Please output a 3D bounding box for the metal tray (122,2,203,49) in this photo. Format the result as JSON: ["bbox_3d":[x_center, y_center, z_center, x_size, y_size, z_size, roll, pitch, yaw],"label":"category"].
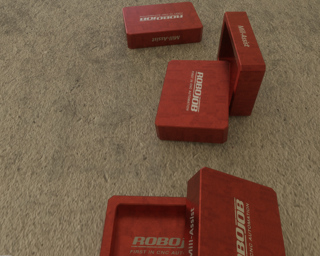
[{"bbox_3d":[0.003,-0.186,0.556,0.131,0.030,0.090,-7,50,-7],"label":"metal tray"}]

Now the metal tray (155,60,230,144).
[{"bbox_3d":[0.049,-0.041,0.427,0.090,0.030,0.130,3,51,10],"label":"metal tray"}]

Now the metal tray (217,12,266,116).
[{"bbox_3d":[0.109,-0.092,0.438,0.030,0.090,0.130,-1,50,-1],"label":"metal tray"}]

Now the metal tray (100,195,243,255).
[{"bbox_3d":[0.011,0.115,0.303,0.131,0.030,0.090,1,50,1],"label":"metal tray"}]

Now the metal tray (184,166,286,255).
[{"bbox_3d":[0.070,0.108,0.288,0.091,0.030,0.130,19,49,-13],"label":"metal tray"}]
